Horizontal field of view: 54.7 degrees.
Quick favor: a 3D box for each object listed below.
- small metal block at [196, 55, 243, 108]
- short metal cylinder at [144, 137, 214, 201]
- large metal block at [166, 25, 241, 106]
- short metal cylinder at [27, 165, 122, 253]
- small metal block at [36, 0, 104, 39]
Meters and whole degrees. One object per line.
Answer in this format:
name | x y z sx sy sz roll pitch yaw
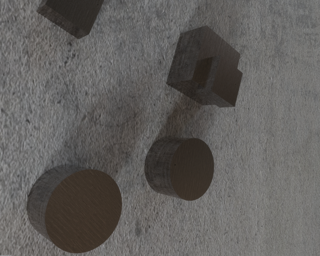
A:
small metal block | 0.080 -0.060 0.409 0.050 0.025 0.050 26 74 -37
short metal cylinder | 0.027 0.052 0.413 0.081 0.050 0.079 0 90 -40
large metal block | 0.064 -0.085 0.444 0.080 0.050 0.080 25 74 -38
short metal cylinder | -0.087 0.080 0.317 0.081 0.050 0.079 0 90 -40
small metal block | -0.093 -0.132 0.328 0.050 0.025 0.050 30 71 -36
